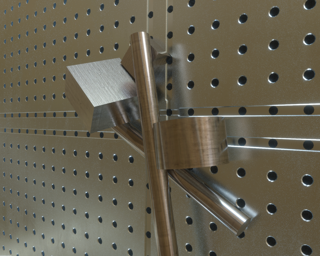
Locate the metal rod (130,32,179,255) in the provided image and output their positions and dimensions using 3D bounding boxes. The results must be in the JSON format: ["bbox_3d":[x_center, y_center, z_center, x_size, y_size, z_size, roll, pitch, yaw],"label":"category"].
[{"bbox_3d":[-0.007,0.029,0.380,0.025,0.025,0.298,-13,81,39],"label":"metal rod"}]

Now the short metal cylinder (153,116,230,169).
[{"bbox_3d":[0.034,0.017,0.345,0.080,0.081,0.050,-8,85,40],"label":"short metal cylinder"}]

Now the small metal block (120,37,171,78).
[{"bbox_3d":[-0.021,-0.094,0.427,0.050,0.025,0.050,50,119,28],"label":"small metal block"}]

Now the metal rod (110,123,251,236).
[{"bbox_3d":[-0.010,0.033,0.417,0.300,0.025,0.025,36,112,34],"label":"metal rod"}]

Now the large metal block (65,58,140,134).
[{"bbox_3d":[-0.075,-0.047,0.427,0.080,0.081,0.050,52,142,27],"label":"large metal block"}]
